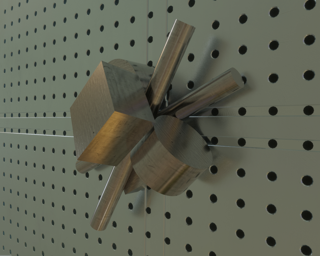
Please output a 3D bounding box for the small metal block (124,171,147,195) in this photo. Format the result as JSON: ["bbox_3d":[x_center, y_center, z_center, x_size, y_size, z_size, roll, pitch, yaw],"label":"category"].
[{"bbox_3d":[-0.032,0.059,0.431,0.050,0.025,0.050,-34,69,34],"label":"small metal block"}]

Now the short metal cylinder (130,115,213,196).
[{"bbox_3d":[0.013,0.031,0.358,0.050,0.081,0.080,-51,60,29],"label":"short metal cylinder"}]

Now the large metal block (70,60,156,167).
[{"bbox_3d":[-0.058,-0.015,0.354,0.080,0.050,0.080,-48,45,30],"label":"large metal block"}]

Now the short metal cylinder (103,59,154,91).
[{"bbox_3d":[-0.041,-0.050,0.422,0.080,0.050,0.079,0,90,40],"label":"short metal cylinder"}]

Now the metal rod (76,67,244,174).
[{"bbox_3d":[-0.022,0.004,0.423,0.299,0.025,0.025,-29,72,36],"label":"metal rod"}]

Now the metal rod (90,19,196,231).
[{"bbox_3d":[-0.030,0.010,0.397,0.025,0.025,0.298,37,112,33],"label":"metal rod"}]
